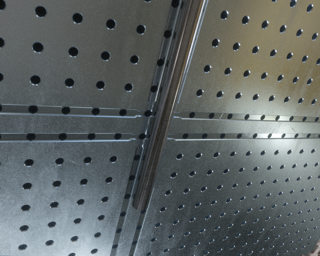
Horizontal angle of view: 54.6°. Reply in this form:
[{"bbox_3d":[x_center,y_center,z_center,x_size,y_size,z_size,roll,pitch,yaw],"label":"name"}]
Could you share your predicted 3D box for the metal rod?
[{"bbox_3d":[0.005,-0.015,0.404,0.025,0.025,0.298,0,118,-29],"label":"metal rod"}]
